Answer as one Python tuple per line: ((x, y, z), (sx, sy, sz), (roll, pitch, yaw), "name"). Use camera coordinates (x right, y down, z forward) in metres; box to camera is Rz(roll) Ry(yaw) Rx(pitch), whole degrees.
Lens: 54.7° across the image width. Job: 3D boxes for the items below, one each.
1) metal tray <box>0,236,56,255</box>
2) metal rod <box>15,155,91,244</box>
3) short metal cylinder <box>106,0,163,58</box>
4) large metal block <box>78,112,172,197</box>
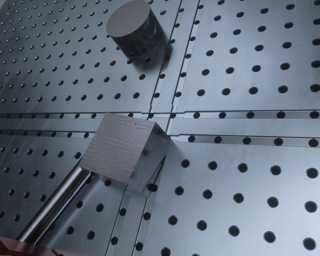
((-0.185, 0.193, 0.344), (0.030, 0.090, 0.130), (23, 74, 36), "metal tray")
((-0.175, 0.146, 0.410), (0.025, 0.025, 0.300), (31, 78, 37), "metal rod")
((-0.042, -0.165, 0.515), (0.080, 0.050, 0.080), (-13, 56, 21), "short metal cylinder")
((-0.043, 0.032, 0.395), (0.080, 0.050, 0.080), (12, 68, 33), "large metal block")
